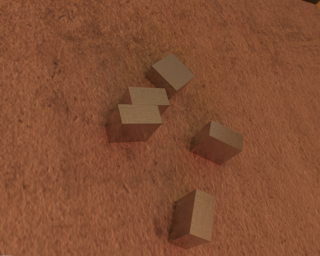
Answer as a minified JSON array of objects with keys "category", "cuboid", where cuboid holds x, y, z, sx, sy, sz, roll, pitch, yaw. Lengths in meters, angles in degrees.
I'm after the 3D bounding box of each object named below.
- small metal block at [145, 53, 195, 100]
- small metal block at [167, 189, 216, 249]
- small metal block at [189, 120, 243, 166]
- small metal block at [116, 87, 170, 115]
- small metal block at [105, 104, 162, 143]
[{"category":"small metal block","cuboid":[0.015,-0.077,0.461,0.050,0.025,0.050,46,51,3]},{"category":"small metal block","cuboid":[0.035,0.103,0.346,0.025,0.050,0.050,25,53,-14]},{"category":"small metal block","cuboid":[0.076,0.021,0.417,0.050,0.050,0.025,25,53,-14]},{"category":"small metal block","cuboid":[-0.023,-0.027,0.393,0.050,0.050,0.025,-1,62,-29]},{"category":"small metal block","cuboid":[-0.033,-0.005,0.374,0.050,0.050,0.025,-1,63,-29]}]
